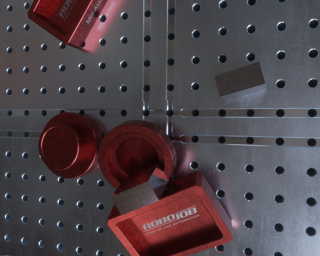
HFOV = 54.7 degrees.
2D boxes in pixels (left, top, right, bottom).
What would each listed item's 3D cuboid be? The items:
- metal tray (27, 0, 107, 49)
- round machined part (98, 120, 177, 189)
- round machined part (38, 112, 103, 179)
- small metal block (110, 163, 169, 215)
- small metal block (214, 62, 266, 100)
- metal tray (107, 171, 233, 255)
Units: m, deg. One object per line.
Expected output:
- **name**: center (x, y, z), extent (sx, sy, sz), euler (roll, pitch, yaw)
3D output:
- **metal tray**: center (-0.127, -0.196, 0.454), extent (0.090, 0.030, 0.129), euler (37, 101, 16)
- **round machined part**: center (-0.026, 0.036, 0.404), extent (0.098, 0.042, 0.097), euler (4, 106, 13)
- **round machined part**: center (-0.136, 0.025, 0.451), extent (0.098, 0.042, 0.097), euler (0, 90, 20)
- **small metal block**: center (-0.022, 0.071, 0.364), extent (0.050, 0.050, 0.025), euler (-26, 99, 20)
- **small metal block**: center (0.096, -0.053, 0.365), extent (0.050, 0.050, 0.025), euler (-16, 85, 19)
- **metal tray**: center (0.012, 0.118, 0.385), extent (0.130, 0.030, 0.090), euler (-26, 108, 18)
